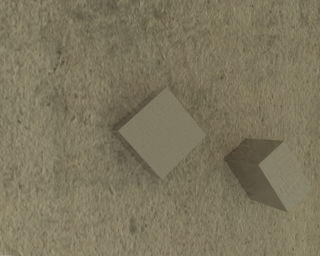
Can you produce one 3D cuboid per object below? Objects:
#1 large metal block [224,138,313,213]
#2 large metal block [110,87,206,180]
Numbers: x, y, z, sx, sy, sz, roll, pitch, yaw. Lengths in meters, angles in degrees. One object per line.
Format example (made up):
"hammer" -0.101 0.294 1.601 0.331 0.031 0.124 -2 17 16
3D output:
"large metal block" 0.149 0.063 0.437 0.050 0.080 0.080 -38 103 -16
"large metal block" -0.003 0.006 0.396 0.080 0.050 0.080 -44 104 -15
